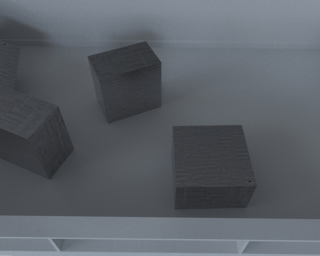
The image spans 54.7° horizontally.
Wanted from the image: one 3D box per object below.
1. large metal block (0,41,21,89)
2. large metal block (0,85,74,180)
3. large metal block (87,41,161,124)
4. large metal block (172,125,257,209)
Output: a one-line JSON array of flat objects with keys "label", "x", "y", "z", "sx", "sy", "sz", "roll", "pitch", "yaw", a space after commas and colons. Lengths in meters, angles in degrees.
[{"label": "large metal block", "x": -0.239, "y": -0.075, "z": 0.410, "sx": 0.081, "sy": 0.050, "sz": 0.080, "roll": 14, "pitch": 68, "yaw": -35}, {"label": "large metal block", "x": -0.157, "y": 0.006, "z": 0.363, "sx": 0.080, "sy": 0.080, "sz": 0.050, "roll": 19, "pitch": 53, "yaw": 15}, {"label": "large metal block", "x": -0.045, "y": -0.061, "z": 0.420, "sx": 0.081, "sy": 0.080, "sz": 0.050, "roll": -19, "pitch": 53, "yaw": -15}, {"label": "large metal block", "x": 0.056, "y": 0.044, "z": 0.352, "sx": 0.081, "sy": 0.050, "sz": 0.080, "roll": -1, "pitch": 50, "yaw": -1}]
